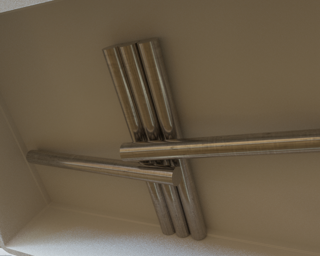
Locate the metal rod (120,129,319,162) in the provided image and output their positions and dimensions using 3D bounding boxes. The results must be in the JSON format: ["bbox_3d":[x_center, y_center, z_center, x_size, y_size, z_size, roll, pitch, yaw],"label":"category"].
[{"bbox_3d":[0.092,0.019,0.347,0.301,0.025,0.025,-5,116,23],"label":"metal rod"}]

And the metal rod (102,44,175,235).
[{"bbox_3d":[-0.022,0.032,0.437,0.025,0.025,0.298,-2,118,28],"label":"metal rod"}]

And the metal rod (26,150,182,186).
[{"bbox_3d":[-0.104,0.056,0.473,0.300,0.025,0.025,2,120,33],"label":"metal rod"}]

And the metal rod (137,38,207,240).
[{"bbox_3d":[0.023,0.031,0.413,0.025,0.025,0.298,-2,118,28],"label":"metal rod"}]

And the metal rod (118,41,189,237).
[{"bbox_3d":[0.000,0.032,0.425,0.025,0.025,0.298,-2,118,28],"label":"metal rod"}]
